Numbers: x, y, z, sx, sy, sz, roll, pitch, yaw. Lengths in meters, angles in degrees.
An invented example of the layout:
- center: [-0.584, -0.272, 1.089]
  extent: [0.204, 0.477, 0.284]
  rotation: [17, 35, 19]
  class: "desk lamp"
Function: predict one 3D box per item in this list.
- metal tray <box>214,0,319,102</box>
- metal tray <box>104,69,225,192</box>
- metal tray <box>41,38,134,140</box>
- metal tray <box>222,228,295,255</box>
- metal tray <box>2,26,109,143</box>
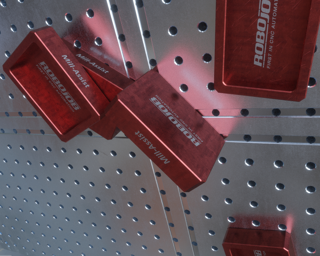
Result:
- center: [0.101, -0.094, 0.296]
  extent: [0.090, 0.030, 0.129]
  rotation: [10, 123, 22]
  class: "metal tray"
- center: [0.010, -0.001, 0.362]
  extent: [0.130, 0.090, 0.030]
  rotation: [45, 129, -4]
  class: "metal tray"
- center: [-0.103, -0.052, 0.428]
  extent: [0.130, 0.030, 0.089]
  rotation: [32, 128, 7]
  class: "metal tray"
- center: [0.153, 0.208, 0.455]
  extent: [0.090, 0.030, 0.129]
  rotation: [-7, 115, 31]
  class: "metal tray"
- center: [-0.134, -0.053, 0.404]
  extent: [0.090, 0.030, 0.130]
  rotation: [-28, 103, 37]
  class: "metal tray"
